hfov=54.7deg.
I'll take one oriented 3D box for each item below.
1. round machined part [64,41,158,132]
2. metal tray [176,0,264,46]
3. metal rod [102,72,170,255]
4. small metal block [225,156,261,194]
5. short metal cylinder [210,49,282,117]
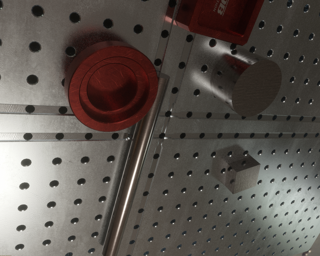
[{"bbox_3d":[-0.055,-0.048,0.342,0.099,0.042,0.097,-14,125,-21],"label":"round machined part"},{"bbox_3d":[0.081,-0.167,0.350,0.091,0.030,0.129,4,116,-31],"label":"metal tray"},{"bbox_3d":[-0.040,0.067,0.432,0.025,0.025,0.298,3,117,-30],"label":"metal rod"},{"bbox_3d":[0.145,0.083,0.545,0.050,0.025,0.050,-14,124,-21],"label":"small metal block"},{"bbox_3d":[0.116,-0.062,0.423,0.081,0.050,0.079,-14,124,-21],"label":"short metal cylinder"}]
